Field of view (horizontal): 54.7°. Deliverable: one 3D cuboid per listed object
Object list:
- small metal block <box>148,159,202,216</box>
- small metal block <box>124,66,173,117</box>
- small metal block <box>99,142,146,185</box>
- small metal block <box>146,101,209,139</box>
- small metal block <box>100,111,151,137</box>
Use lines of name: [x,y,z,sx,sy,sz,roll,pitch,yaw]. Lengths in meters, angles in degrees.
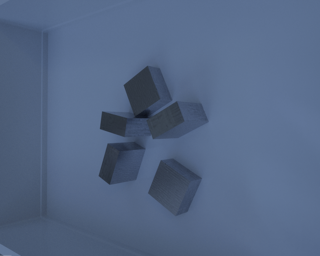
small metal block: [0.018,0.074,0.392,0.050,0.025,0.050,32,110,35]
small metal block: [-0.017,-0.048,0.421,0.050,0.025,0.050,-32,70,35]
small metal block: [-0.053,0.048,0.434,0.025,0.050,0.050,28,108,36]
small metal block: [0.021,-0.008,0.373,0.050,0.050,0.025,-30,71,36]
small metal block: [-0.046,-0.006,0.429,0.050,0.050,0.025,15,100,39]
